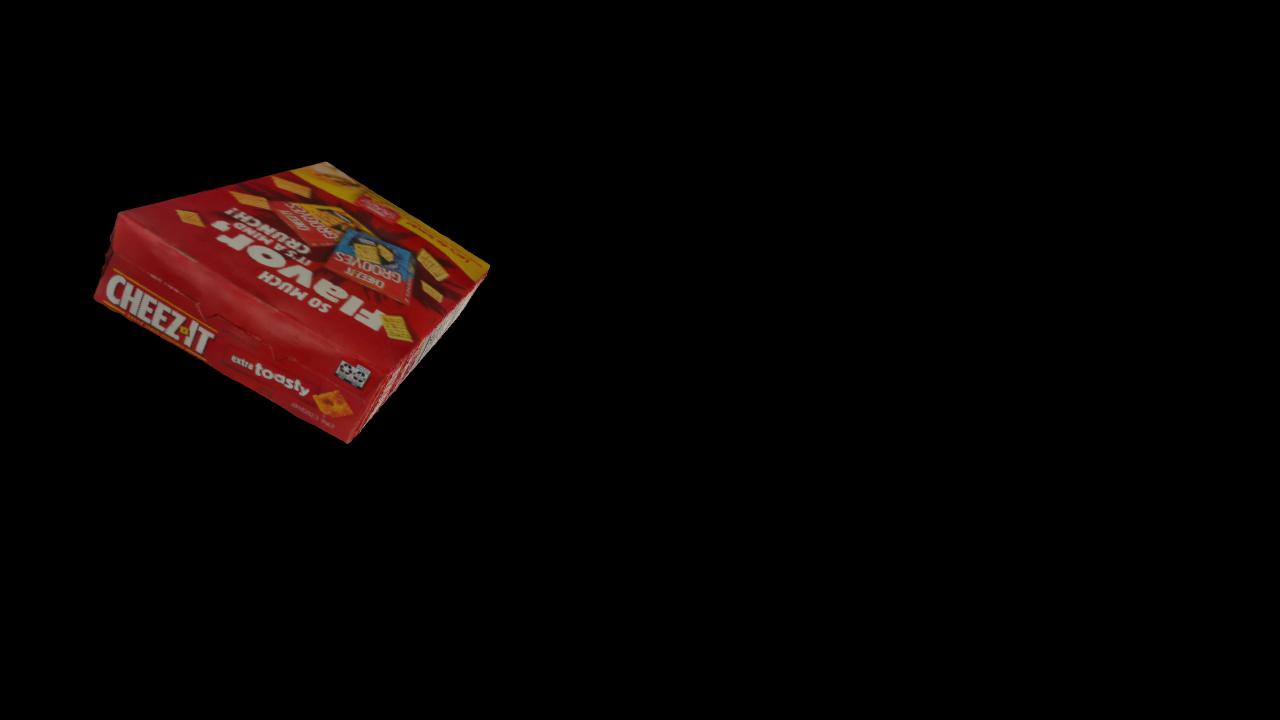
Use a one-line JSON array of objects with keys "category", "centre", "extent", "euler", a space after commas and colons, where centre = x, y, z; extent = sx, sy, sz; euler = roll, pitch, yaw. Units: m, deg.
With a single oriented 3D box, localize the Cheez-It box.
[{"category": "Cheez-It box", "centre": [-0.224, -0.059, 0.453], "extent": [0.166, 0.071, 0.223], "euler": [33, 23, -12]}]
